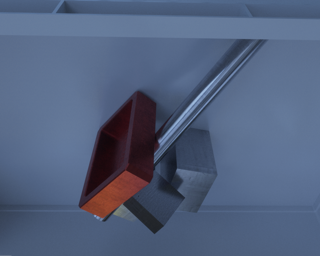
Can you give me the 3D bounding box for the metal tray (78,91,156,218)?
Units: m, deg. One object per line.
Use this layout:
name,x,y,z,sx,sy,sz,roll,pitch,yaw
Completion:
metal tray,-0.046,0.026,0.360,0.030,0.130,0.090,34,123,-24

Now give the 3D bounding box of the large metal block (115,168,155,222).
large metal block,-0.054,0.073,0.434,0.080,0.080,0.050,29,124,-23

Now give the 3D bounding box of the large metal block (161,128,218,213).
large metal block,0.035,0.055,0.420,0.050,0.080,0.079,10,129,-9

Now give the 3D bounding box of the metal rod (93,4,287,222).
metal rod,0.022,-0.006,0.344,0.025,0.025,0.299,34,105,-26

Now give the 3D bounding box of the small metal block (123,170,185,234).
small metal block,-0.006,0.087,0.367,0.050,0.050,0.025,42,133,6
